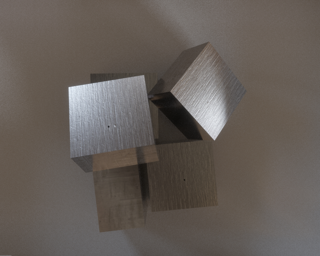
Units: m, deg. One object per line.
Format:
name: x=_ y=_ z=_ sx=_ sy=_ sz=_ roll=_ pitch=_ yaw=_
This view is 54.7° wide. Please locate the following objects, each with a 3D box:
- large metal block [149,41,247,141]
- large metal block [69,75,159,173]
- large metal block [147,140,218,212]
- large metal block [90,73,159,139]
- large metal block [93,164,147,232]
large metal block: x=0.046 y=-0.042 z=0.373 sx=0.080 sy=0.050 sz=0.080 roll=46 pitch=67 yaw=-23
large metal block: x=-0.049 y=-0.004 z=0.332 sx=0.080 sy=0.050 sz=0.080 roll=-9 pitch=65 yaw=0
large metal block: x=0.026 y=0.057 z=0.396 sx=0.081 sy=0.050 sz=0.079 roll=-5 pitch=90 yaw=-1
large metal block: x=-0.043 y=-0.026 z=0.397 sx=0.081 sy=0.050 sz=0.079 roll=-1 pitch=90 yaw=-1
large metal block: x=-0.046 y=0.073 z=0.382 sx=0.050 sy=0.080 sz=0.079 roll=-7 pitch=90 yaw=0
